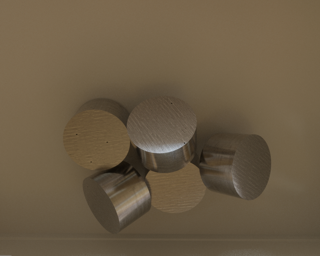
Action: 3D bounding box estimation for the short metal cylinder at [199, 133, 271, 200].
[{"bbox_3d":[0.096,0.047,0.393,0.081,0.050,0.079,-2,93,-39],"label":"short metal cylinder"}]

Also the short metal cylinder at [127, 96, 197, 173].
[{"bbox_3d":[0.004,0.008,0.375,0.080,0.080,0.050,-8,146,2],"label":"short metal cylinder"}]

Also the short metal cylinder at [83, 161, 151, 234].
[{"bbox_3d":[-0.057,0.089,0.405,0.050,0.080,0.079,-27,115,-36],"label":"short metal cylinder"}]

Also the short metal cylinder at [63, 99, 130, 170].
[{"bbox_3d":[-0.077,0.007,0.397,0.081,0.050,0.079,0,110,-1],"label":"short metal cylinder"}]

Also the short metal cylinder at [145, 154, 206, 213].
[{"bbox_3d":[0.019,0.067,0.421,0.081,0.050,0.079,0,110,-1],"label":"short metal cylinder"}]
